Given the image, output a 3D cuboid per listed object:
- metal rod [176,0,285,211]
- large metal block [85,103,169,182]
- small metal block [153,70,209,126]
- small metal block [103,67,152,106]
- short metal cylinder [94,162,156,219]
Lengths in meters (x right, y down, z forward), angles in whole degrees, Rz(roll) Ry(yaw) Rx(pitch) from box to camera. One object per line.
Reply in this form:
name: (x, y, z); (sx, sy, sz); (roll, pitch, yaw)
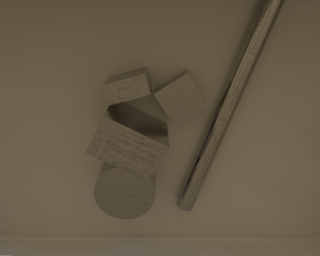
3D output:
metal rod: (0.084, -0.019, 0.405); (0.025, 0.025, 0.298); (18, 109, -7)
large metal block: (-0.037, 0.011, 0.386); (0.080, 0.080, 0.050); (26, 108, -10)
small metal block: (0.026, -0.039, 0.397); (0.050, 0.025, 0.050); (-30, 108, 10)
small metal block: (-0.038, -0.052, 0.378); (0.050, 0.050, 0.025); (-15, 110, 5)
short metal cylinder: (-0.046, 0.077, 0.426); (0.081, 0.050, 0.079); (0, 110, -1)
